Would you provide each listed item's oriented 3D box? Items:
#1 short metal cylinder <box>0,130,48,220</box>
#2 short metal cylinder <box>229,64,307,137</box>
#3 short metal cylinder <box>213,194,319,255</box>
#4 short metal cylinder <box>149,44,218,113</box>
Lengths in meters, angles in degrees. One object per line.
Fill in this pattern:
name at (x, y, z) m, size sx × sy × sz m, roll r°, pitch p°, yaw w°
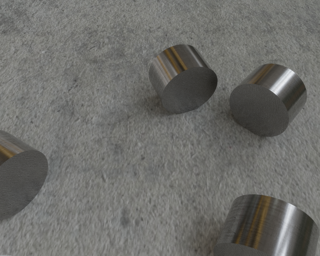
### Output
short metal cylinder at (-0.167, 0.048, 0.325) m, size 0.050 × 0.080 × 0.080 m, roll 26°, pitch 55°, yaw 20°
short metal cylinder at (0.138, -0.035, 0.399) m, size 0.080 × 0.080 × 0.050 m, roll 34°, pitch 58°, yaw 24°
short metal cylinder at (0.096, 0.105, 0.280) m, size 0.080 × 0.080 × 0.050 m, roll 22°, pitch 54°, yaw 17°
short metal cylinder at (0.031, -0.066, 0.423) m, size 0.081 × 0.080 × 0.050 m, roll -16°, pitch 52°, yaw -13°
